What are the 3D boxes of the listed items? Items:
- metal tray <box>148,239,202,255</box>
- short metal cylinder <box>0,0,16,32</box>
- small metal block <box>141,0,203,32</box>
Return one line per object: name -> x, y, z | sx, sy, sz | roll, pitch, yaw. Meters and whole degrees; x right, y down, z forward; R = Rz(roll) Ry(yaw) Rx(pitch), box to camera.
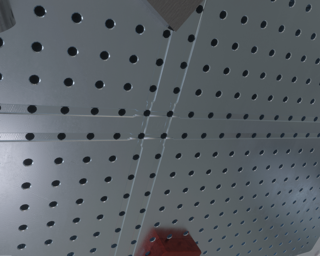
metal tray -> 0.009, 0.267, 0.579 | 0.091, 0.030, 0.129 | 15, 110, -35
short metal cylinder -> -0.157, -0.098, 0.229 | 0.081, 0.080, 0.050 | -16, 125, -19
small metal block -> 0.013, -0.141, 0.331 | 0.050, 0.025, 0.050 | -48, 129, 6
